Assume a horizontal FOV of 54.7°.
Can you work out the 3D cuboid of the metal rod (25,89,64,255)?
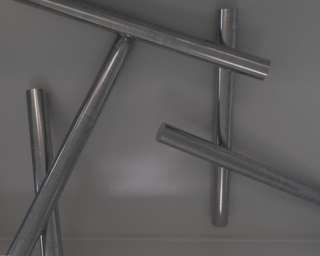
[{"bbox_3d":[-0.136,0.100,0.375,0.025,0.025,0.298,-9,82,3],"label":"metal rod"}]

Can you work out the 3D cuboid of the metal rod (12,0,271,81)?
[{"bbox_3d":[-0.022,-0.112,0.353,0.302,0.025,0.025,18,109,-1],"label":"metal rod"}]

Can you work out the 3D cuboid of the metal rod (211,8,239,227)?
[{"bbox_3d":[0.084,0.001,0.412,0.025,0.025,0.298,-2,110,0],"label":"metal rod"}]

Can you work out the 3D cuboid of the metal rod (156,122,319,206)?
[{"bbox_3d":[0.134,0.060,0.413,0.302,0.025,0.025,22,109,-16],"label":"metal rod"}]

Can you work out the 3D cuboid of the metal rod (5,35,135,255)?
[{"bbox_3d":[-0.104,0.028,0.358,0.025,0.025,0.299,26,84,-9],"label":"metal rod"}]
